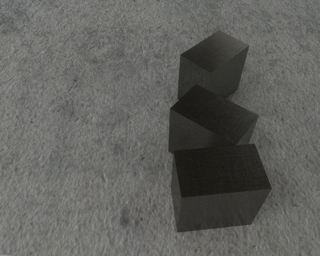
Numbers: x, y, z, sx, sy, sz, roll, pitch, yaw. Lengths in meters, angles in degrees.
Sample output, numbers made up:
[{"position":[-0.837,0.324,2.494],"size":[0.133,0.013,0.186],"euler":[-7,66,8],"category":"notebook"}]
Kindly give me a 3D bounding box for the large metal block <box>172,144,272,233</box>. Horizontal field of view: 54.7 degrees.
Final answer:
[{"position":[0.056,0.063,0.315],"size":[0.081,0.080,0.050],"euler":[-5,50,-4],"category":"large metal block"}]

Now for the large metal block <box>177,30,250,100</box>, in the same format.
[{"position":[0.072,-0.076,0.432],"size":[0.050,0.080,0.080],"euler":[38,59,27],"category":"large metal block"}]

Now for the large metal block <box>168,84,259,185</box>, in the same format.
[{"position":[0.058,0.008,0.361],"size":[0.080,0.080,0.050],"euler":[31,56,23],"category":"large metal block"}]
